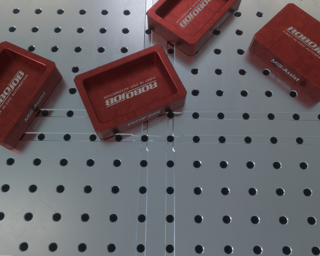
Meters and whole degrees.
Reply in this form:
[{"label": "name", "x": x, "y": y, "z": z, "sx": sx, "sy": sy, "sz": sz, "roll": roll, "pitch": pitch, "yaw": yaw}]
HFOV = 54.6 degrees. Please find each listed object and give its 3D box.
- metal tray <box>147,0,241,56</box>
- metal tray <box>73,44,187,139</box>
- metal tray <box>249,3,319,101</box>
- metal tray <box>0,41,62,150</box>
[{"label": "metal tray", "x": 0.054, "y": -0.184, "z": 0.476, "sx": 0.090, "sy": 0.030, "sz": 0.130, "roll": 38, "pitch": 74, "yaw": 12}, {"label": "metal tray", "x": -0.040, "y": -0.051, "z": 0.427, "sx": 0.131, "sy": 0.030, "sz": 0.090, "roll": -23, "pitch": 72, "yaw": -9}, {"label": "metal tray", "x": 0.210, "y": -0.112, "z": 0.451, "sx": 0.130, "sy": 0.030, "sz": 0.090, "roll": 43, "pitch": 75, "yaw": 14}, {"label": "metal tray", "x": -0.209, "y": -0.047, "z": 0.425, "sx": 0.090, "sy": 0.030, "sz": 0.130, "roll": 24, "pitch": 72, "yaw": 8}]
